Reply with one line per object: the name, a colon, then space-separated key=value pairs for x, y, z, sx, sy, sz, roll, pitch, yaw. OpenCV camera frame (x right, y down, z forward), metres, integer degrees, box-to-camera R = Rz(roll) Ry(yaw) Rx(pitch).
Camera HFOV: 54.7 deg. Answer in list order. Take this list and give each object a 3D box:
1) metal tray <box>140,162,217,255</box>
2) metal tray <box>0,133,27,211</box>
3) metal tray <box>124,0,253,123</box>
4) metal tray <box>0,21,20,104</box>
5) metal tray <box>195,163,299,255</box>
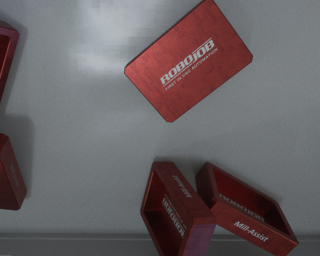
metal tray: x=0.016 y=0.112 z=0.395 sx=0.030 sy=0.130 sz=0.089 roll=5 pitch=112 yaw=-24
metal tray: x=-0.233 y=0.057 z=0.400 sx=0.091 sy=0.030 sz=0.129 roll=7 pitch=135 yaw=-3
metal tray: x=0.033 y=-0.080 z=0.379 sx=0.130 sy=0.030 sz=0.090 roll=-38 pitch=106 yaw=12
metal tray: x=-0.225 y=-0.064 z=0.351 sx=0.030 sy=0.091 sz=0.129 roll=36 pitch=111 yaw=28
metal tray: x=0.112 y=0.107 z=0.416 sx=0.130 sy=0.090 sz=0.030 roll=30 pitch=111 yaw=-11
